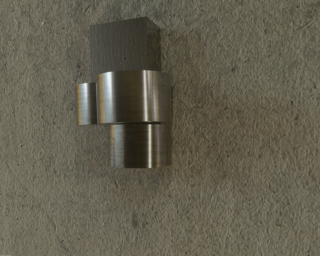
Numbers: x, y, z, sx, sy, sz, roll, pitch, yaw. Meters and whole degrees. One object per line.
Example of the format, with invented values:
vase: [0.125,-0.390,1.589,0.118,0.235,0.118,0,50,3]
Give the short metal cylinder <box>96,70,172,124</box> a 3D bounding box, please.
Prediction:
short metal cylinder: [-0.028,-0.031,0.338,0.080,0.080,0.050,-2,89,20]

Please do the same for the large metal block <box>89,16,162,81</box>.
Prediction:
large metal block: [-0.044,-0.095,0.413,0.080,0.050,0.080,-2,89,20]

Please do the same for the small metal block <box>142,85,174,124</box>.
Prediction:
small metal block: [-0.002,-0.030,0.400,0.025,0.050,0.050,1,91,20]

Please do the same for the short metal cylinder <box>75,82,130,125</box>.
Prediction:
short metal cylinder: [-0.069,-0.029,0.406,0.080,0.080,0.050,-2,89,20]

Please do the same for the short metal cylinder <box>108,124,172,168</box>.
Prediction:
short metal cylinder: [-0.025,0.021,0.390,0.080,0.080,0.050,0,90,20]
